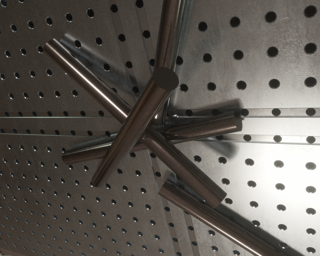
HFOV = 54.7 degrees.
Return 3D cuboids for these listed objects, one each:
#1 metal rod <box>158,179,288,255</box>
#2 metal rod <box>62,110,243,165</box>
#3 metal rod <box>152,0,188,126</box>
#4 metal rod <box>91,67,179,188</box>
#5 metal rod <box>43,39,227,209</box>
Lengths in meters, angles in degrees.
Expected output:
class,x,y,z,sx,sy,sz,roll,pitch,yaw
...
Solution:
class,x,y,z,sx,sy,sz,roll,pitch,yaw
metal rod,0.131,0.165,0.443,0.301,0.025,0.025,31,128,7
metal rod,-0.032,0.021,0.439,0.300,0.025,0.025,-13,112,33
metal rod,0.016,-0.130,0.321,0.025,0.025,0.298,21,126,15
metal rod,-0.048,0.022,0.395,0.025,0.025,0.298,40,145,1
metal rod,-0.037,-0.011,0.397,0.300,0.025,0.025,42,129,8
